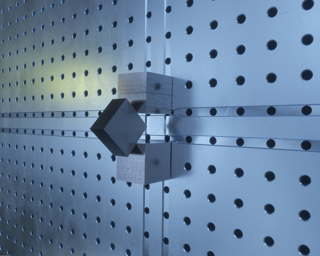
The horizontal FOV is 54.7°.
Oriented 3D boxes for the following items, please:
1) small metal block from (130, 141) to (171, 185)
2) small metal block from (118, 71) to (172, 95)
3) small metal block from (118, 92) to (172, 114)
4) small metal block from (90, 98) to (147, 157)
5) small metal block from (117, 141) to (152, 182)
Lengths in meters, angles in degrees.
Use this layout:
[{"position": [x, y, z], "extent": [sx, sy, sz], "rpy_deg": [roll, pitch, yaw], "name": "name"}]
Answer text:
[{"position": [-0.012, 0.043, 0.399], "extent": [0.025, 0.050, 0.050], "rpy_deg": [2, 91, 40], "name": "small metal block"}, {"position": [-0.019, -0.057, 0.406], "extent": [0.050, 0.050, 0.025], "rpy_deg": [3, 92, 39], "name": "small metal block"}, {"position": [-0.020, -0.031, 0.407], "extent": [0.050, 0.050, 0.025], "rpy_deg": [3, 92, 39], "name": "small metal block"}, {"position": [-0.049, -0.001, 0.377], "extent": [0.025, 0.050, 0.050], "rpy_deg": [1, 48, 40], "name": "small metal block"}, {"position": [-0.031, 0.043, 0.416], "extent": [0.025, 0.050, 0.050], "rpy_deg": [2, 91, 40], "name": "small metal block"}]
